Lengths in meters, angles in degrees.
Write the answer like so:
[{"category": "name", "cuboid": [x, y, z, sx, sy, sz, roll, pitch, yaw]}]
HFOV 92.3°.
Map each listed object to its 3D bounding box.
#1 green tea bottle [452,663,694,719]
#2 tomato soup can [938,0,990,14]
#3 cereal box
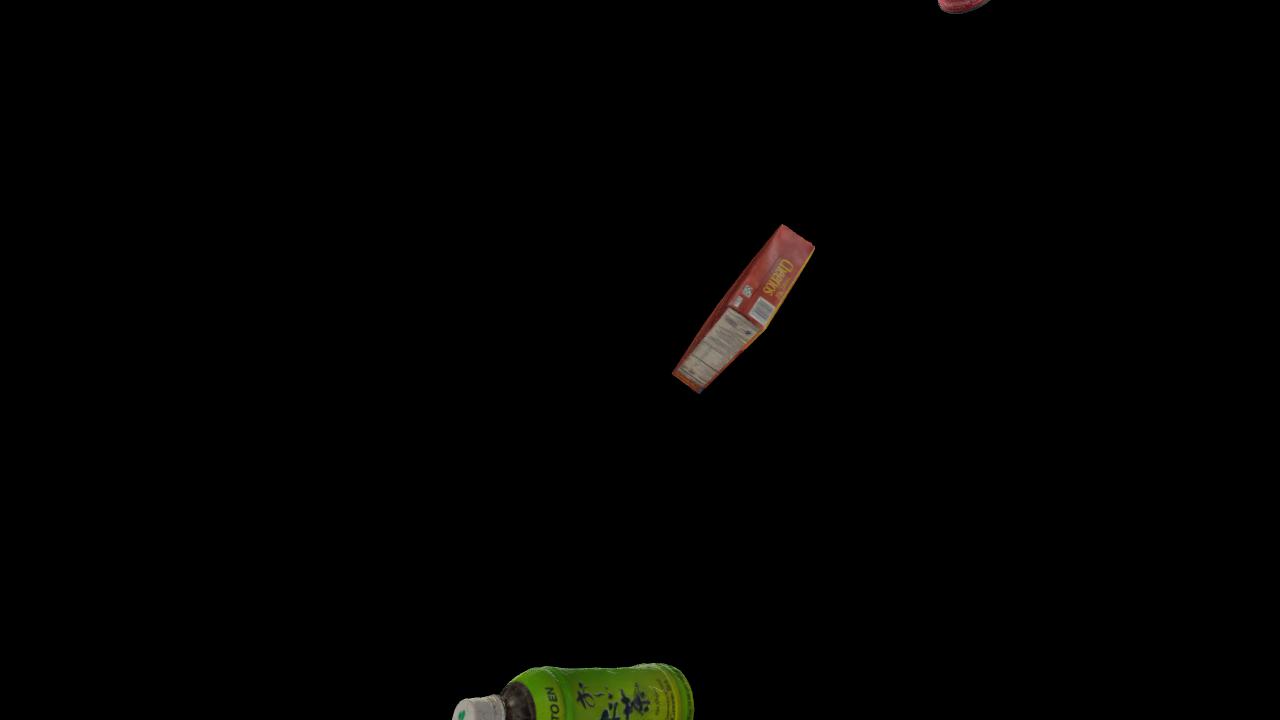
[{"category": "green tea bottle", "cuboid": [-0.047, 0.280, 0.486, 0.073, 0.073, 0.212, 0, -16, 46]}, {"category": "tomato soup can", "cuboid": [0.317, -0.407, 0.607, 0.068, 0.068, 0.101, 0, -19, 41]}, {"category": "cereal box", "cuboid": [0.176, -0.079, 1.107, 0.081, 0.203, 0.306, 35, -27, 2]}]
